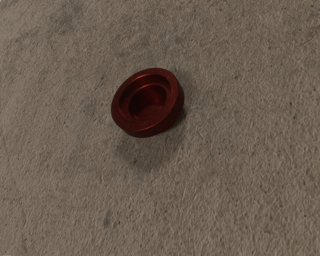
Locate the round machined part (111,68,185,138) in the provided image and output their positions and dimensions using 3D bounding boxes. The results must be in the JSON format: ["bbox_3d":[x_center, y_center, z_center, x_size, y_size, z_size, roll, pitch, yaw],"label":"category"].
[{"bbox_3d":[-0.013,-0.030,0.417,0.098,0.042,0.098,-13,56,20],"label":"round machined part"}]
